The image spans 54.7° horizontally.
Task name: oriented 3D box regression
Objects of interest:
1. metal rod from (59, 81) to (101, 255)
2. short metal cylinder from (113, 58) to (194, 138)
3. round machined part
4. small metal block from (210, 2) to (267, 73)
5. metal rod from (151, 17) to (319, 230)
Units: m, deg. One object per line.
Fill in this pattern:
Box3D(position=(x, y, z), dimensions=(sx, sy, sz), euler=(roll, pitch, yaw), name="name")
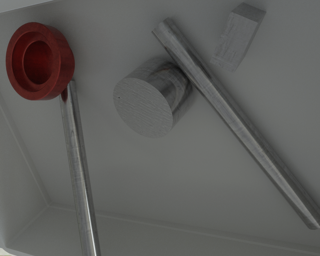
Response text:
Box3D(position=(-0.110, 0.083, 0.437), dimensions=(0.025, 0.025, 0.298), euler=(-9, 89, 32), name="metal rod")
Box3D(position=(-0.008, -0.035, 0.365), dimensions=(0.080, 0.050, 0.079), euler=(21, 135, 23), name="short metal cylinder")
Box3D(position=(-0.152, -0.085, 0.408), dimensions=(0.098, 0.042, 0.097), euler=(3, 96, 27), name="round machined part")
Box3D(position=(0.076, -0.088, 0.298), dimensions=(0.025, 0.050, 0.050), euler=(28, 128, 10), name="small metal block")
Box3D(position=(0.096, 0.001, 0.358), dimensions=(0.025, 0.025, 0.300), euler=(-34, 100, 38), name="metal rod")
